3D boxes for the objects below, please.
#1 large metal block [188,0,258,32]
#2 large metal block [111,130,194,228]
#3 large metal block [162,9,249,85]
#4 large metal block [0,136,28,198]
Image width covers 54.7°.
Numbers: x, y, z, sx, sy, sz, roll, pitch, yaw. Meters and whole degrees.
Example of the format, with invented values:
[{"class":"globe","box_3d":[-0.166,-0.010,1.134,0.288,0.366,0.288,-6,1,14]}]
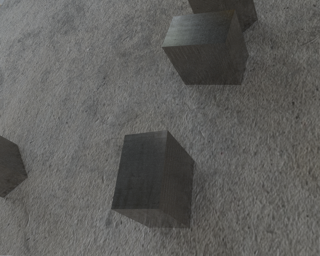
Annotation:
[{"class":"large metal block","box_3d":[0.083,-0.179,0.435,0.050,0.080,0.080,-42,51,-1]},{"class":"large metal block","box_3d":[-0.003,0.058,0.334,0.050,0.080,0.080,-7,59,25]},{"class":"large metal block","box_3d":[0.061,-0.099,0.397,0.080,0.080,0.050,5,64,30]},{"class":"large metal block","box_3d":[-0.261,0.050,0.475,0.050,0.080,0.080,-40,51,1]}]
